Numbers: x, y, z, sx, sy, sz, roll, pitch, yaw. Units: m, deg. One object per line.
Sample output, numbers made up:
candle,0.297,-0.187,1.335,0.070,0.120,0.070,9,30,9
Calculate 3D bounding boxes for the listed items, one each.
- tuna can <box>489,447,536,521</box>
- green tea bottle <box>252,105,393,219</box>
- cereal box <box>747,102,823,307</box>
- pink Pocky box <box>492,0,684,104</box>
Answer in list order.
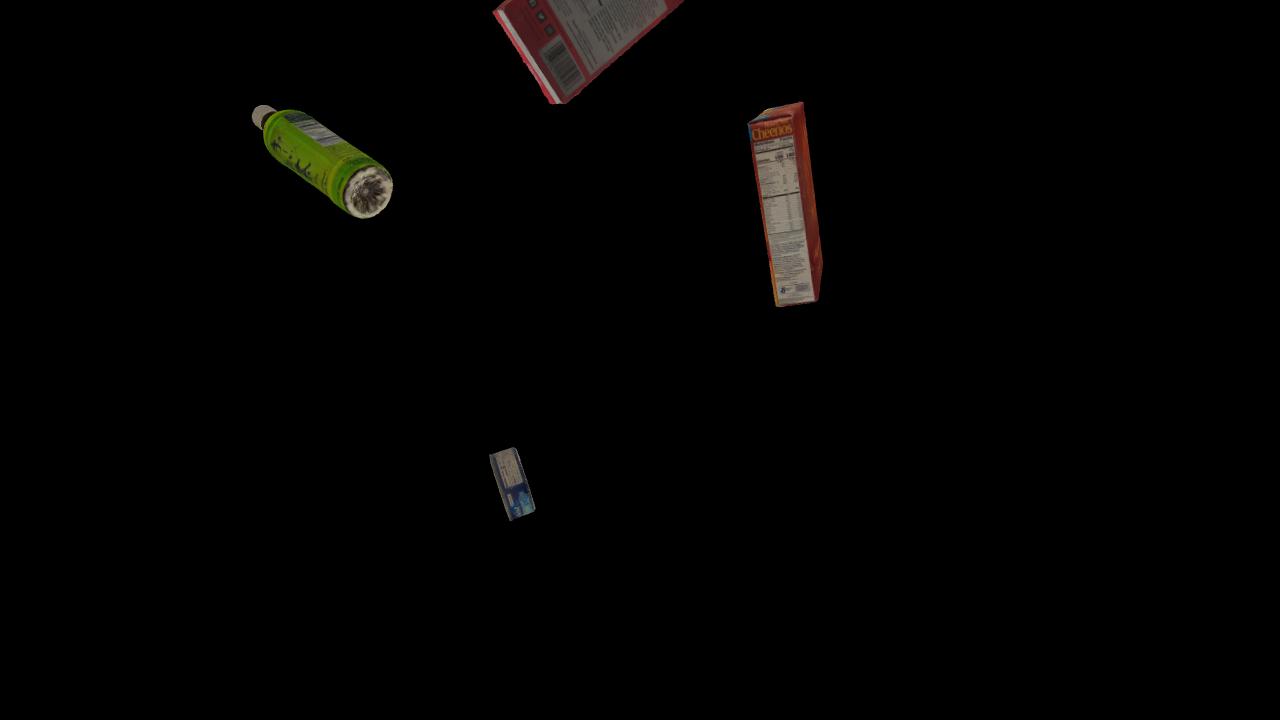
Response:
tuna can,-0.154,0.149,0.744,0.034,0.084,0.084,-17,4,-14
green tea bottle,-0.391,-0.250,0.741,0.212,0.073,0.073,37,14,19
cereal box,0.255,-0.270,1.053,0.081,0.306,0.203,-5,25,22
pink Pocky box,-0.038,-0.295,0.511,0.029,0.155,0.084,29,-19,52
